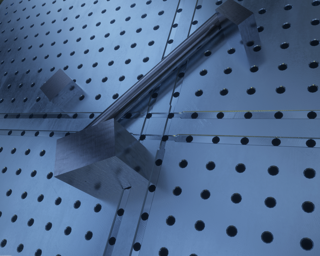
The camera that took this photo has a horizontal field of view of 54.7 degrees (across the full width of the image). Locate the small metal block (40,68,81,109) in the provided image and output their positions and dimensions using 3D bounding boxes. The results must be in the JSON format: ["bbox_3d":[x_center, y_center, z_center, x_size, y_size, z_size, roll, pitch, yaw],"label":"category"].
[{"bbox_3d":[-0.174,-0.069,0.539,0.050,0.025,0.050,-46,52,-4],"label":"small metal block"}]

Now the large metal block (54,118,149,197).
[{"bbox_3d":[-0.070,0.040,0.383,0.080,0.080,0.050,-20,54,16],"label":"large metal block"}]

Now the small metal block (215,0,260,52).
[{"bbox_3d":[0.106,-0.140,0.422,0.025,0.050,0.050,-38,51,3],"label":"small metal block"}]

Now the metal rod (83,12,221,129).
[{"bbox_3d":[-0.016,-0.067,0.456,0.300,0.025,0.025,-42,51,-1],"label":"metal rod"}]
